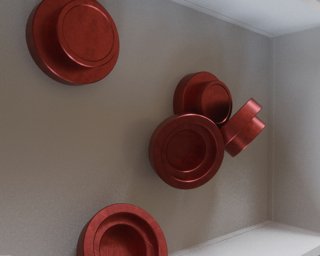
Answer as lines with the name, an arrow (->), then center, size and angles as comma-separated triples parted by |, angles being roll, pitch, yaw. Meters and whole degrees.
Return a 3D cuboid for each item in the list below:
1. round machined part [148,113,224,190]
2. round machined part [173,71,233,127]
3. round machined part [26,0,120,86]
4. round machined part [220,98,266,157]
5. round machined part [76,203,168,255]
round machined part -> 0.032, 0.028, 0.410 | 0.099, 0.042, 0.097 | -3, 99, -18
round machined part -> 0.070, -0.035, 0.456 | 0.099, 0.042, 0.097 | 0, 90, -40
round machined part -> -0.084, -0.095, 0.326 | 0.099, 0.042, 0.097 | 0, 90, -40
round machined part -> 0.116, 0.005, 0.456 | 0.042, 0.097, 0.099 | 45, 57, 9
round machined part -> -0.044, 0.137, 0.341 | 0.099, 0.042, 0.098 | 20, 46, -23
